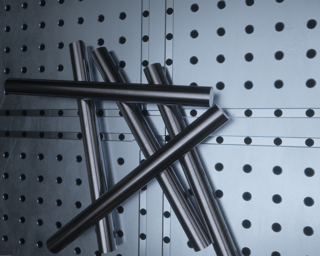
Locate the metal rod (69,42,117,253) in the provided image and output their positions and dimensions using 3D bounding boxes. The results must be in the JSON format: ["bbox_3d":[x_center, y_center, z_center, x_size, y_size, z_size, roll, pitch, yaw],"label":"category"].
[{"bbox_3d":[-0.097,0.025,0.445,0.025,0.025,0.298,-10,87,19],"label":"metal rod"}]

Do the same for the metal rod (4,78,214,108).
[{"bbox_3d":[-0.081,-0.049,0.413,0.301,0.025,0.025,5,92,19],"label":"metal rod"}]

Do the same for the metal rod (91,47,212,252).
[{"bbox_3d":[-0.016,0.021,0.417,0.025,0.025,0.299,-32,80,17],"label":"metal rod"}]

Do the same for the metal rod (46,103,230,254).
[{"bbox_3d":[-0.039,0.073,0.398,0.300,0.025,0.025,-40,78,15],"label":"metal rod"}]

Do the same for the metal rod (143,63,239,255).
[{"bbox_3d":[0.044,0.056,0.396,0.025,0.025,0.299,-24,82,18],"label":"metal rod"}]
